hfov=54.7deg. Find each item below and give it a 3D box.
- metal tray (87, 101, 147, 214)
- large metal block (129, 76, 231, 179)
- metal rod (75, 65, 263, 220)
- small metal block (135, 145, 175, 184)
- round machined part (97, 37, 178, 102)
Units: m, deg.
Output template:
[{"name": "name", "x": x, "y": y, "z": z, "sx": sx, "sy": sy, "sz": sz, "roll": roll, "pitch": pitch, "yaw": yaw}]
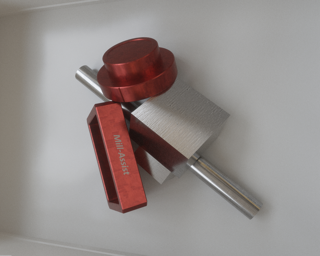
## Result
[{"name": "metal tray", "x": -0.059, "y": 0.038, "z": 0.396, "sx": 0.030, "sy": 0.090, "sz": 0.129, "roll": -13, "pitch": 84, "yaw": -22}, {"name": "large metal block", "x": 0.021, "y": -0.002, "z": 0.366, "sx": 0.080, "sy": 0.050, "sz": 0.080, "roll": 39, "pitch": 59, "yaw": 15}, {"name": "metal rod", "x": 0.001, "y": 0.010, "z": 0.408, "sx": 0.300, "sy": 0.025, "sz": 0.025, "roll": 38, "pitch": 102, "yaw": 15}, {"name": "small metal block", "x": -0.002, "y": 0.042, "z": 0.395, "sx": 0.050, "sy": 0.050, "sz": 0.025, "roll": 40, "pitch": 103, "yaw": 15}, {"name": "round machined part", "x": -0.031, "y": -0.077, "z": 0.378, "sx": 0.098, "sy": 0.098, "sz": 0.042, "roll": -2, "pitch": 130, "yaw": 19}]
